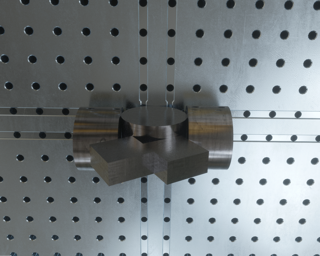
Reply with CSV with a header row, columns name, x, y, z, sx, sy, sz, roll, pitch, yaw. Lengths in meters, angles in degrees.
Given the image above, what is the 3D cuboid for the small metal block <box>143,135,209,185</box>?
name,x,y,z,sx,sy,sz,roll,pitch,yaw
small metal block,0.016,0.032,0.330,0.050,0.050,0.025,-11,113,-29

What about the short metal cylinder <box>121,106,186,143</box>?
name,x,y,z,sx,sy,sz,roll,pitch,yaw
short metal cylinder,-0.007,0.008,0.386,0.081,0.080,0.050,1,110,-1

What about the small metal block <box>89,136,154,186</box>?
name,x,y,z,sx,sy,sz,roll,pitch,yaw
small metal block,-0.040,0.032,0.325,0.050,0.050,0.025,-11,114,-30

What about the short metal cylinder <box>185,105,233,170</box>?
name,x,y,z,sx,sy,sz,roll,pitch,yaw
short metal cylinder,0.058,0.012,0.388,0.050,0.080,0.079,1,110,0

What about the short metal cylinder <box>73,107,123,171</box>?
name,x,y,z,sx,sy,sz,roll,pitch,yaw
short metal cylinder,-0.073,0.013,0.388,0.050,0.080,0.079,1,110,0
